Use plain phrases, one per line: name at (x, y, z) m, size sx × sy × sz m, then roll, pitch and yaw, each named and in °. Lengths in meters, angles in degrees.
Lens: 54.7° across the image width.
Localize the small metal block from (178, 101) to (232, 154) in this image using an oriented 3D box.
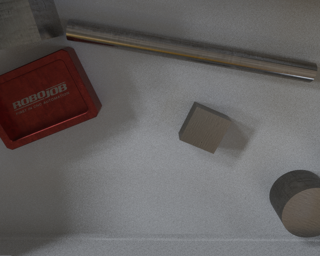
small metal block at (0.059, 0.000, 0.412) m, size 0.050 × 0.025 × 0.050 m, roll 23°, pitch 108°, yaw -9°

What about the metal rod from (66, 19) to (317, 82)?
metal rod at (0.041, -0.093, 0.377) m, size 0.302 × 0.025 × 0.025 m, roll 9°, pitch 110°, yaw -4°

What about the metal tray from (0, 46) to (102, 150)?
metal tray at (-0.152, -0.036, 0.392) m, size 0.130 × 0.030 × 0.090 m, roll -21°, pitch 109°, yaw 7°

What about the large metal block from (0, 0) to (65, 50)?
large metal block at (-0.162, -0.115, 0.337) m, size 0.080 × 0.080 × 0.050 m, roll -12°, pitch 110°, yaw 4°

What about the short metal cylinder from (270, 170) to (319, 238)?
short metal cylinder at (0.204, 0.107, 0.440) m, size 0.081 × 0.050 × 0.079 m, roll 0°, pitch 110°, yaw -1°
